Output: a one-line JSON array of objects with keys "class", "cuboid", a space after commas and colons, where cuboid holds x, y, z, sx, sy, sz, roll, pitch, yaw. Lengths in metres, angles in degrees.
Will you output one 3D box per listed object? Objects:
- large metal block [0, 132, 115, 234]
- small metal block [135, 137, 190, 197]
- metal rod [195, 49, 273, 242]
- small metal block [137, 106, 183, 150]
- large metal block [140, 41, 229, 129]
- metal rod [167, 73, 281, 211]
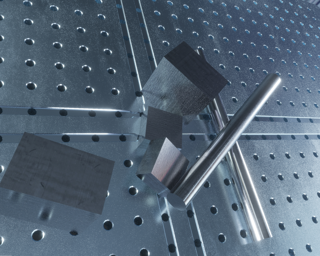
[{"class": "large metal block", "cuboid": [-0.097, 0.056, 0.287, 0.080, 0.080, 0.050, 21, 54, -16]}, {"class": "small metal block", "cuboid": [0.004, 0.047, 0.367, 0.050, 0.025, 0.050, 47, 49, -30]}, {"class": "metal rod", "cuboid": [0.096, 0.009, 0.453, 0.025, 0.025, 0.299, 0, 62, -28]}, {"class": "small metal block", "cuboid": [0.001, 0.005, 0.406, 0.050, 0.025, 0.050, 17, 55, -19]}, {"class": "large metal block", "cuboid": [0.031, -0.055, 0.423, 0.080, 0.080, 0.050, 43, 51, 1]}, {"class": "metal rod", "cuboid": [0.104, 0.000, 0.430, 0.025, 0.025, 0.302, 45, 52, 3]}]
